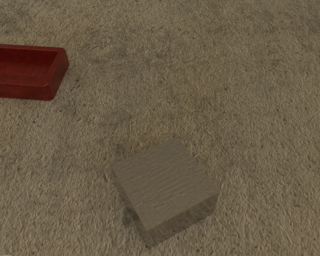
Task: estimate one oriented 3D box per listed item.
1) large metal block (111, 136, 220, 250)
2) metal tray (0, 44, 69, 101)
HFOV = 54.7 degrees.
[{"bbox_3d":[0.004,0.067,0.331,0.081,0.050,0.080,-23,54,-18],"label":"large metal block"},{"bbox_3d":[-0.216,-0.087,0.471,0.131,0.030,0.090,4,50,3],"label":"metal tray"}]
